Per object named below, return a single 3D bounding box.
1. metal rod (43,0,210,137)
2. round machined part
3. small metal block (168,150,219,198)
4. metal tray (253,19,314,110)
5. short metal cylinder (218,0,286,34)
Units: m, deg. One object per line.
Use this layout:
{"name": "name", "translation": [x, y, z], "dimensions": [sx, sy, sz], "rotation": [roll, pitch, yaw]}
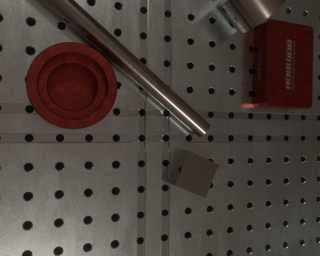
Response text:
{"name": "metal rod", "translation": [-0.049, -0.090, 0.395], "dimensions": [0.300, 0.025, 0.025], "rotation": [41, 77, -16]}
{"name": "round machined part", "translation": [-0.103, -0.048, 0.366], "dimensions": [0.099, 0.042, 0.097], "rotation": [0, 90, -21]}
{"name": "small metal block", "translation": [0.047, 0.063, 0.431], "dimensions": [0.050, 0.025, 0.050], "rotation": [26, 81, -19]}
{"name": "metal tray", "translation": [0.193, -0.096, 0.483], "dimensions": [0.091, 0.030, 0.129], "rotation": [1, 90, -21]}
{"name": "short metal cylinder", "translation": [0.129, -0.179, 0.432], "dimensions": [0.050, 0.080, 0.080], "rotation": [46, 76, -15]}
